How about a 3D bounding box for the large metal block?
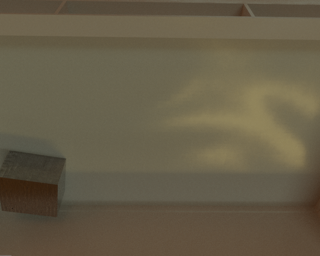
[{"bbox_3d":[-0.188,0.085,0.463,0.081,0.050,0.079,10,130,-8],"label":"large metal block"}]
